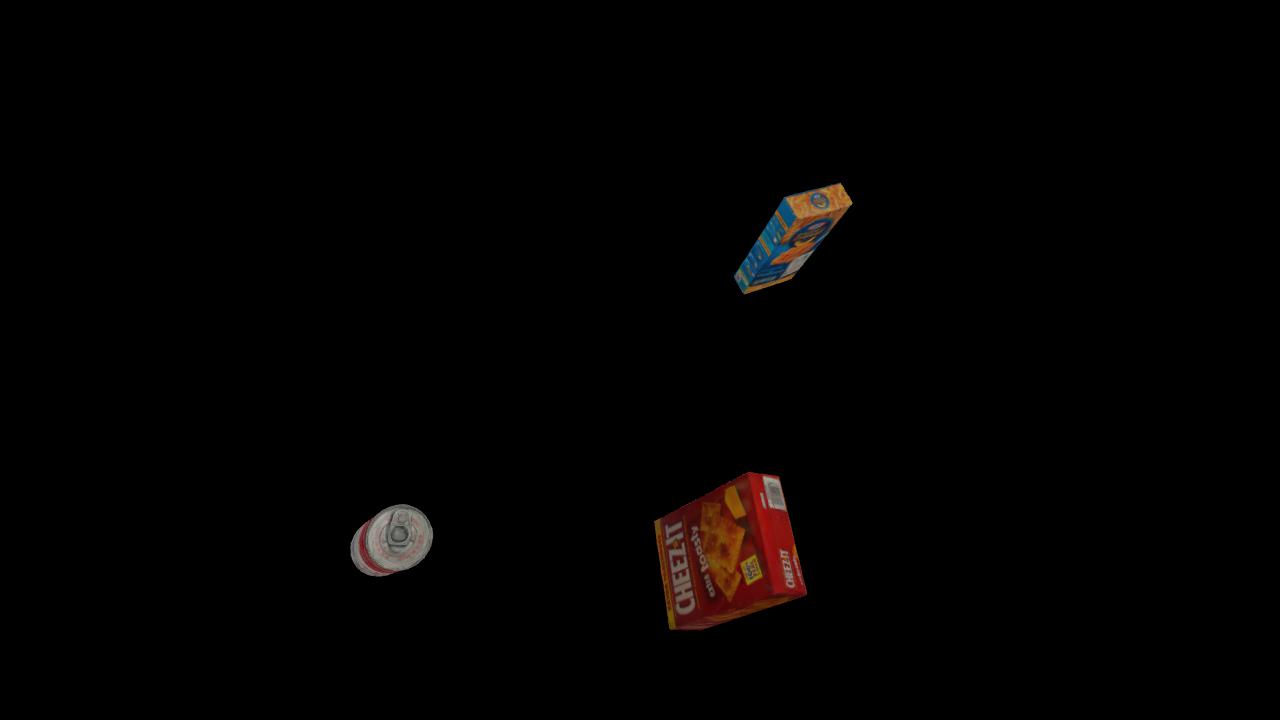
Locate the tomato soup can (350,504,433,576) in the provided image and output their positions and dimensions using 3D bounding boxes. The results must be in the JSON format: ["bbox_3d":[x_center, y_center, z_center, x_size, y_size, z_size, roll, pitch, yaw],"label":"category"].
[{"bbox_3d":[-0.275,0.201,0.677,0.068,0.068,0.101,0,-20,-34],"label":"tomato soup can"}]

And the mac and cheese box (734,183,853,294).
[{"bbox_3d":[0.206,-0.163,0.854,0.093,0.041,0.184,-17,-19,-20],"label":"mac and cheese box"}]

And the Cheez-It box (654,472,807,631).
[{"bbox_3d":[0.118,0.277,0.879,0.071,0.166,0.223,16,-38,-32],"label":"Cheez-It box"}]
